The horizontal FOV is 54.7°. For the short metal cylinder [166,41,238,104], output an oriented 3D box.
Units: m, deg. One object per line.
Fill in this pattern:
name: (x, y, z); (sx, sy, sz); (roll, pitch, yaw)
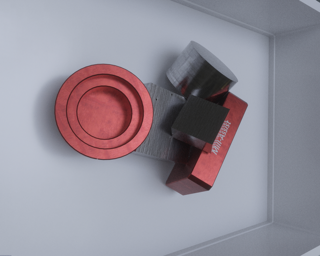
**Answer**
short metal cylinder: (0.055, -0.069, 0.409); (0.080, 0.080, 0.050); (21, 121, -38)

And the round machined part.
round machined part: (-0.060, -0.015, 0.330); (0.099, 0.042, 0.097); (2, 85, -17)

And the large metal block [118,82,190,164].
large metal block: (-0.005, -0.003, 0.387); (0.080, 0.050, 0.080); (19, 78, -39)

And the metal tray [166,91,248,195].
metal tray: (0.061, 0.023, 0.414); (0.030, 0.090, 0.130); (32, 67, -7)

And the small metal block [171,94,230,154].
small metal block: (0.048, -0.005, 0.363); (0.050, 0.050, 0.025); (-60, 162, -23)
